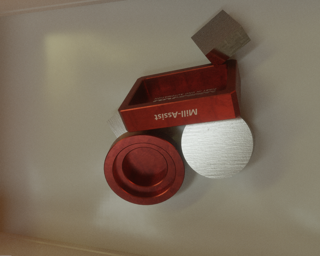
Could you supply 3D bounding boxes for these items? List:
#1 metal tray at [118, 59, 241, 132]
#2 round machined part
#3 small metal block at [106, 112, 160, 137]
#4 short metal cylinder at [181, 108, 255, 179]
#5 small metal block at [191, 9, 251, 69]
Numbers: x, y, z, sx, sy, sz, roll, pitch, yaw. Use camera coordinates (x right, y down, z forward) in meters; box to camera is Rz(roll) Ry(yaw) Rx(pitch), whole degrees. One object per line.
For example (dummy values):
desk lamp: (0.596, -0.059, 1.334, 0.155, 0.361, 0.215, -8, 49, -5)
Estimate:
metal tray: (0.026, -0.039, 0.365, 0.130, 0.090, 0.030, -8, 121, 19)
round machined part: (-0.018, 0.045, 0.394, 0.099, 0.042, 0.097, 1, 111, 2)
small metal block: (-0.036, -0.004, 0.422, 0.050, 0.025, 0.050, -39, 78, 15)
short metal cylinder: (0.071, 0.017, 0.372, 0.080, 0.050, 0.079, 0, 90, 19)
small metal block: (0.071, -0.107, 0.371, 0.050, 0.025, 0.050, -39, 40, 15)
